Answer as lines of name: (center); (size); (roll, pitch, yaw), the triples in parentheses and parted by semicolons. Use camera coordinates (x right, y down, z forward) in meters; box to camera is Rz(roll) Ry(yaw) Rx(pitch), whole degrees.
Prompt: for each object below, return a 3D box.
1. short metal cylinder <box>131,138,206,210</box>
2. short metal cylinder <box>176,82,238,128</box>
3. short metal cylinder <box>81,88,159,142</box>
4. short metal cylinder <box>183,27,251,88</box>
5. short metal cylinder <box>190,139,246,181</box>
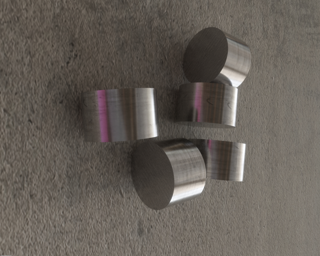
short metal cylinder: (0.009, 0.054, 0.376); (0.050, 0.080, 0.079); (-6, 94, -40)
short metal cylinder: (0.064, -0.028, 0.422); (0.081, 0.080, 0.050); (8, 85, -40)
short metal cylinder: (-0.042, -0.015, 0.333); (0.081, 0.080, 0.050); (-7, 95, -40)
short metal cylinder: (0.079, -0.094, 0.434); (0.050, 0.080, 0.080); (9, 85, -40)
short metal cylinder: (0.077, 0.044, 0.434); (0.081, 0.080, 0.050); (10, 84, -40)
